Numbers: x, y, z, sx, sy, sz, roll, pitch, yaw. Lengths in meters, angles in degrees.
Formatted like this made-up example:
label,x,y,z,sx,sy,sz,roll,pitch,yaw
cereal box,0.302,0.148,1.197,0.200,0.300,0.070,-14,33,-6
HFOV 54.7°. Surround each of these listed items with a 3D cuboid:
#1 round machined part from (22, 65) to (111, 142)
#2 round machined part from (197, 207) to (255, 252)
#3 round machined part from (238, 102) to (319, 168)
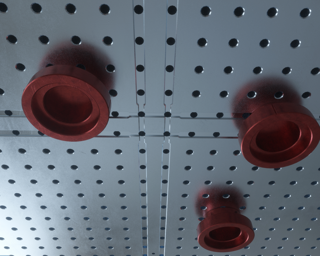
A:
label,x,y,z,sx,sy,sz,roll,pitch,yaw
round machined part,-0.108,-0.033,0.371,0.099,0.042,0.097,-1,130,0
round machined part,0.115,0.179,0.555,0.099,0.042,0.097,-1,130,0
round machined part,0.152,0.005,0.407,0.099,0.042,0.097,-1,130,0
